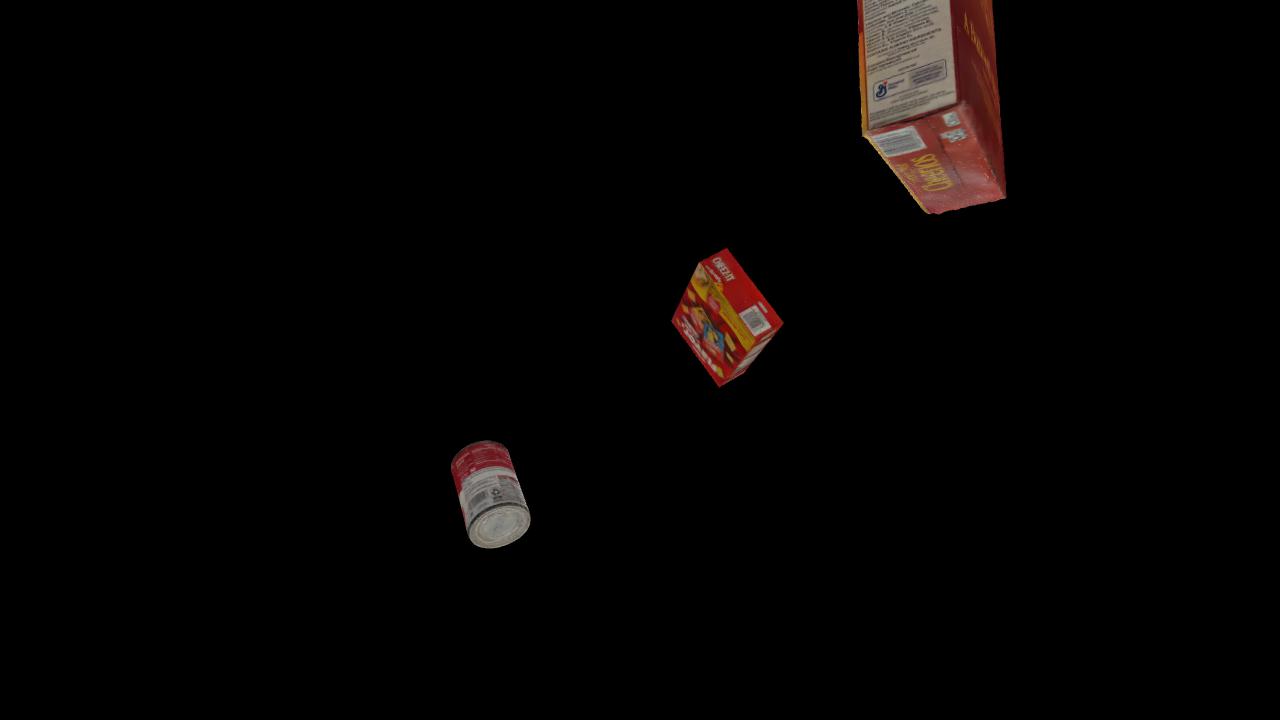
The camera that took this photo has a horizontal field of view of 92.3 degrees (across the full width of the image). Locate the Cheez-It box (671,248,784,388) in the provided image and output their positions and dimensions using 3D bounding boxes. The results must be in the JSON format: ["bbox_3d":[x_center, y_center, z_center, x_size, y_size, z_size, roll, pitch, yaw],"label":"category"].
[{"bbox_3d":[0.146,-0.066,1.090,0.071,0.166,0.223,-28,-16,-20],"label":"Cheez-It box"}]

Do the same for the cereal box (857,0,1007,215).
[{"bbox_3d":[0.253,-0.306,0.534,0.081,0.306,0.203,-6,-10,37],"label":"cereal box"}]

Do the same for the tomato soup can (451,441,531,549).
[{"bbox_3d":[-0.163,0.146,0.673,0.068,0.068,0.101,0,34,-29],"label":"tomato soup can"}]
